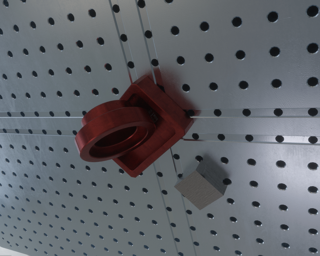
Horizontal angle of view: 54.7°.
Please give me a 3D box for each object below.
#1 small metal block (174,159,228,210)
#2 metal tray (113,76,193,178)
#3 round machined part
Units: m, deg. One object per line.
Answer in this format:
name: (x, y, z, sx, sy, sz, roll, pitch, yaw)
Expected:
small metal block: (0.057, 0.080, 0.431, 0.050, 0.025, 0.050, 43, 129, -2)
metal tray: (-0.029, 0.003, 0.425, 0.090, 0.030, 0.129, 44, 129, -3)
round machined part: (-0.059, 0.001, 0.388, 0.098, 0.099, 0.042, -44, 63, 39)
